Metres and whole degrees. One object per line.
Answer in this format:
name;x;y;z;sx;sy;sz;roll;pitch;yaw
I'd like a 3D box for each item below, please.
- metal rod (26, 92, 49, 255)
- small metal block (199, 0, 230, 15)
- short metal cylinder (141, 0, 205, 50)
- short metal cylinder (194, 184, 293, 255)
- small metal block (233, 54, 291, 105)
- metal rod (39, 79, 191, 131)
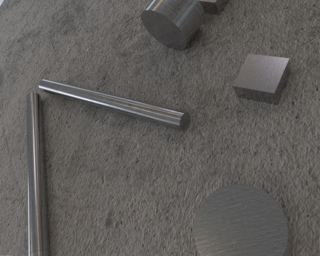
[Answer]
metal rod;-0.187;0.058;0.466;0.025;0.025;0.299;-28;52;11
small metal block;0.082;-0.209;0.489;0.050;0.025;0.050;25;75;36
short metal cylinder;0.019;-0.162;0.458;0.080;0.080;0.050;27;76;37
short metal cylinder;0.078;0.099;0.287;0.080;0.050;0.080;-13;56;21
small metal block;0.124;-0.060;0.376;0.050;0.025;0.050;17;70;34
metal rod;-0.088;-0.042;0.475;0.300;0.025;0.025;16;70;34
